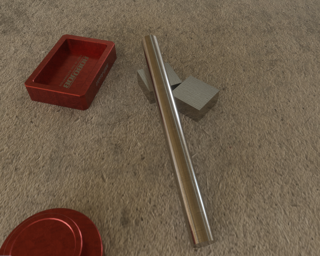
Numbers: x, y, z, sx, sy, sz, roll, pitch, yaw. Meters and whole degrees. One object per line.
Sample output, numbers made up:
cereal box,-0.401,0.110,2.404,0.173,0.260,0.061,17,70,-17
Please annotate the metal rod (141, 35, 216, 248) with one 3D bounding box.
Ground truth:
metal rod,0.014,-0.008,0.387,0.025,0.025,0.299,-9,57,-8

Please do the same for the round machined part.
round machined part,-0.104,0.120,0.290,0.099,0.042,0.098,0,50,0

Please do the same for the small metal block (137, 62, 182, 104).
small metal block,-0.001,-0.067,0.460,0.050,0.025,0.050,-18,53,-15

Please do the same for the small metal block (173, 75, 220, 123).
small metal block,0.048,-0.042,0.439,0.050,0.025,0.050,32,57,23

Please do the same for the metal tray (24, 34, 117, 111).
metal tray,-0.131,-0.089,0.473,0.090,0.030,0.130,11,51,9
